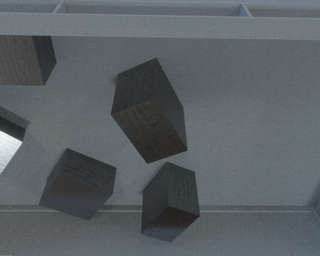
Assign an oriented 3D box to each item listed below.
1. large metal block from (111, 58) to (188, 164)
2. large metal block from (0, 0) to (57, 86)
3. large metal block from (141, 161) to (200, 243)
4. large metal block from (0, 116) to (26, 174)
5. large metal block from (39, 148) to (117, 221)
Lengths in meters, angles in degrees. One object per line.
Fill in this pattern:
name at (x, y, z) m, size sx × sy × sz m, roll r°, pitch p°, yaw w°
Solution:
large metal block at (-0.009, -0.020, 0.356) m, size 0.050 × 0.080 × 0.080 m, roll -20°, pitch 128°, yaw 16°
large metal block at (-0.159, -0.091, 0.313) m, size 0.081 × 0.050 × 0.079 m, roll 1°, pitch 130°, yaw -1°
large metal block at (0.013, 0.112, 0.469) m, size 0.050 × 0.080 × 0.080 m, roll 23°, pitch 126°, yaw -19°
large metal block at (-0.230, 0.022, 0.387) m, size 0.080 × 0.050 × 0.080 m, roll 34°, pitch 95°, yaw -26°
large metal block at (-0.122, 0.087, 0.465) m, size 0.080 × 0.050 × 0.080 m, roll 26°, pitch 125°, yaw -21°
